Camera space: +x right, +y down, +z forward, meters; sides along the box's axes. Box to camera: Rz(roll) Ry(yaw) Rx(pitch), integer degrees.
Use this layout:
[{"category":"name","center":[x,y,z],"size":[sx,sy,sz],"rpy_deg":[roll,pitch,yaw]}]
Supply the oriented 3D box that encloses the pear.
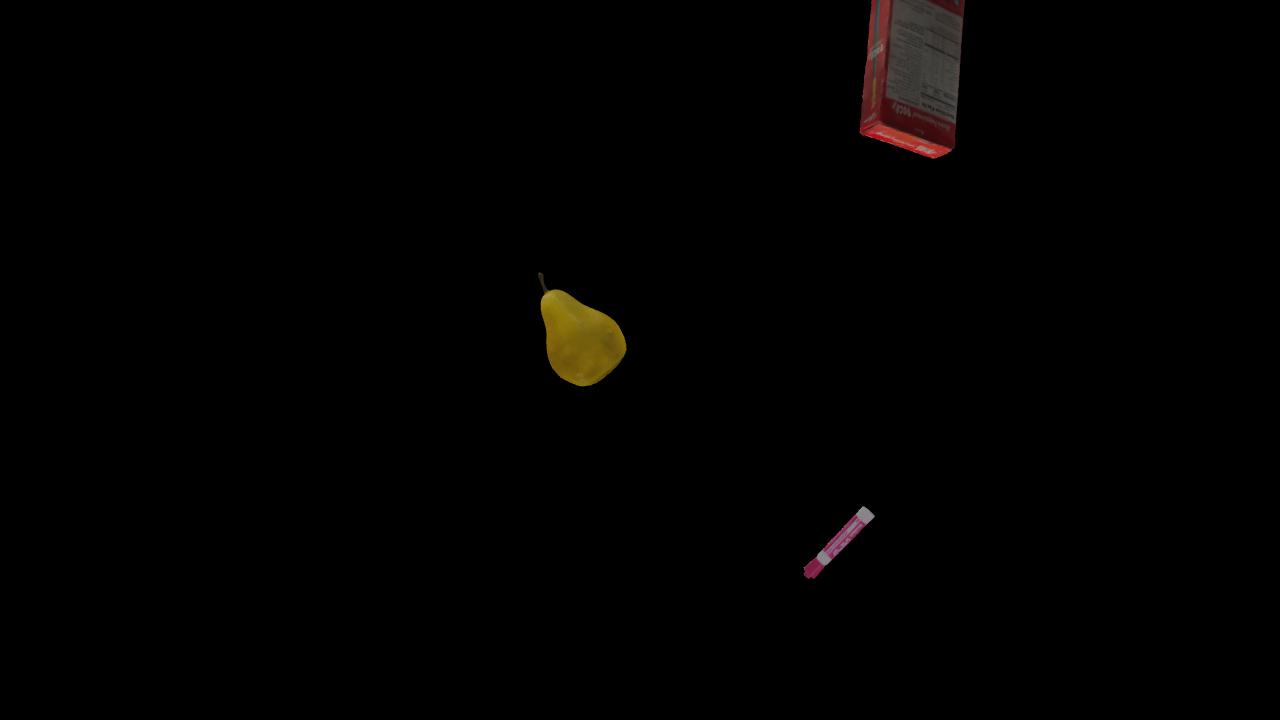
[{"category":"pear","center":[-0.066,-0.030,0.581],"size":[0.080,0.111,0.080],"rpy_deg":[-40,-5,-4]}]

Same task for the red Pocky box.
[{"category":"red Pocky box","center":[0.231,-0.256,0.519],"size":[0.083,0.155,0.028],"rpy_deg":[10,-7,-22]}]

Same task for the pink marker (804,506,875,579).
[{"category":"pink marker","center":[0.259,0.241,0.806],"size":[0.020,0.121,0.020],"rpy_deg":[39,9,-7]}]
